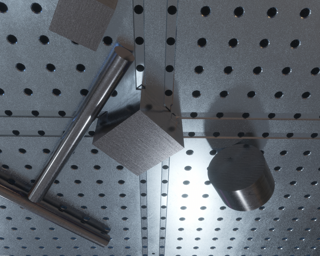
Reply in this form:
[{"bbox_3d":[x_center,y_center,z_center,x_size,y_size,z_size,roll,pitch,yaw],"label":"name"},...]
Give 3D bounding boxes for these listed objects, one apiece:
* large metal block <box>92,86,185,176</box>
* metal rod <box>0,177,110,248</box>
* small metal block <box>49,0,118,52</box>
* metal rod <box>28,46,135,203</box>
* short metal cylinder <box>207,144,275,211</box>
[{"bbox_3d":[-0.026,0.006,0.400,0.080,0.050,0.080,-34,123,25],"label":"large metal block"},{"bbox_3d":[-0.204,0.133,0.521,0.025,0.025,0.301,-34,123,25],"label":"metal rod"},{"bbox_3d":[-0.077,-0.114,0.314,0.050,0.025,0.050,23,126,-19],"label":"small metal block"},{"bbox_3d":[-0.120,0.014,0.421,0.025,0.025,0.298,26,125,-21],"label":"metal rod"},{"bbox_3d":[0.114,0.069,0.436,0.080,0.080,0.050,-22,127,17],"label":"short metal cylinder"}]
